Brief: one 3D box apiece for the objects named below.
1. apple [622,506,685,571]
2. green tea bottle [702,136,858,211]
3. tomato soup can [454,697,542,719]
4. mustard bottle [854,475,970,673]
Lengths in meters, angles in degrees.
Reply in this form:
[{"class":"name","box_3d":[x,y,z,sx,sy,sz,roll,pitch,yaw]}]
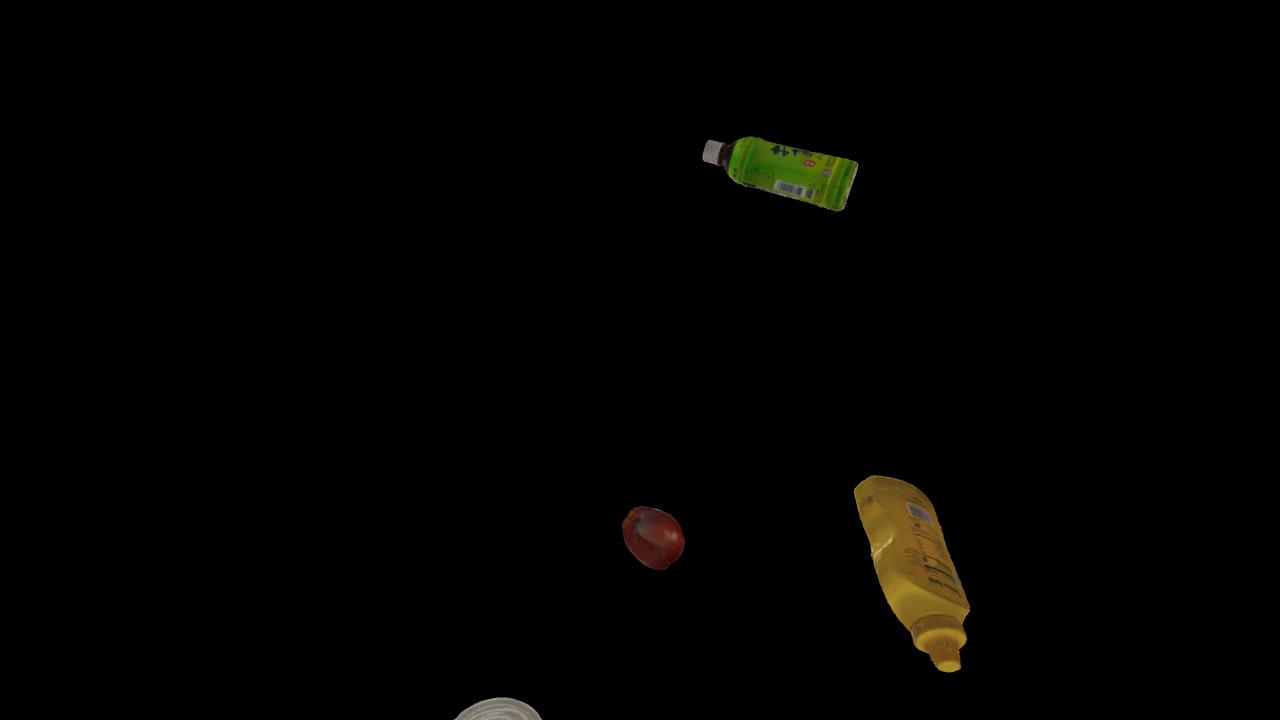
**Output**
[{"class":"apple","box_3d":[0.020,0.242,0.848,0.093,0.079,0.079,37,-10,-14]},{"class":"green tea bottle","box_3d":[0.191,-0.268,0.863,0.212,0.073,0.073,18,4,13]},{"class":"tomato soup can","box_3d":[-0.097,0.286,0.406,0.068,0.101,0.068,5,21,-2]},{"class":"mustard bottle","box_3d":[0.258,0.196,0.571,0.092,0.054,0.184,32,32,-17]}]
